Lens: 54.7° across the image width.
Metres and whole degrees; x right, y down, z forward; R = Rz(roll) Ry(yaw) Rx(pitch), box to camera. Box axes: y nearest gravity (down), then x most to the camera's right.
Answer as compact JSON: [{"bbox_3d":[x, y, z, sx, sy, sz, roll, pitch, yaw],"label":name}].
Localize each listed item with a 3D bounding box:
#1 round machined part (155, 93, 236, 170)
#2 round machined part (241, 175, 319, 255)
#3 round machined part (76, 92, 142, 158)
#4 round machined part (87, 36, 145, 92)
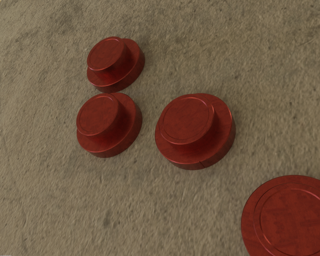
[{"bbox_3d":[0.038,-0.002,0.374,0.098,0.042,0.098,-13,56,20],"label":"round machined part"},{"bbox_3d":[0.121,0.088,0.275,0.098,0.042,0.098,-13,56,20],"label":"round machined part"},{"bbox_3d":[-0.078,-0.010,0.439,0.098,0.042,0.098,-13,56,20],"label":"round machined part"},{"bbox_3d":[-0.077,-0.108,0.498,0.098,0.042,0.098,-13,56,20],"label":"round machined part"}]
